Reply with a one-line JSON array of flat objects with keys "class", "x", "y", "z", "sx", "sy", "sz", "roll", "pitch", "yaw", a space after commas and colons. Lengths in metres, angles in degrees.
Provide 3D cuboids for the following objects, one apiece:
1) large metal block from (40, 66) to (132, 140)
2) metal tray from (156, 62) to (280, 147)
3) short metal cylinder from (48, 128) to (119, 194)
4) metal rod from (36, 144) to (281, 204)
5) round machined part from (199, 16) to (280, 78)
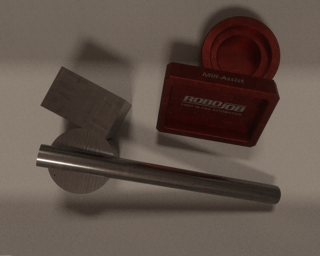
[{"class": "large metal block", "x": -0.085, "y": -0.028, "z": 0.383, "sx": 0.080, "sy": 0.080, "sz": 0.050, "roll": 28, "pitch": 90, "yaw": -1}, {"class": "metal tray", "x": 0.066, "y": -0.026, "z": 0.382, "sx": 0.131, "sy": 0.030, "sz": 0.089, "roll": 10, "pitch": 135, "yaw": -1}, {"class": "short metal cylinder", "x": -0.096, "y": 0.040, "z": 0.398, "sx": 0.081, "sy": 0.050, "sz": 0.079, "roll": 0, "pitch": 90, "yaw": -1}, {"class": "metal rod", "x": 0.011, "y": 0.060, "z": 0.377, "sx": 0.302, "sy": 0.025, "sz": 0.025, "roll": 12, "pitch": 90, "yaw": -14}, {"class": "round machined part", "x": 0.100, "y": -0.090, "z": 0.404, "sx": 0.099, "sy": 0.042, "sz": 0.097, "roll": 0, "pitch": 90, "yaw": -1}]
